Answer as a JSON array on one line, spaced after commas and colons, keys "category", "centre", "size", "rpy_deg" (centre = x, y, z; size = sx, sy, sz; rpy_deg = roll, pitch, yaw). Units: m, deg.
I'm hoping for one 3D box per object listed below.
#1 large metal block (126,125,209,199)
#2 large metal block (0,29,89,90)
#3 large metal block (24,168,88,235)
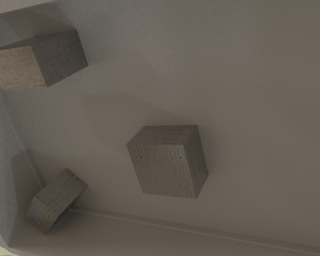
[{"category": "large metal block", "centre": [0.012, 0.043, 0.413], "size": [0.080, 0.050, 0.080], "rpy_deg": [-1, 118, 29]}, {"category": "large metal block", "centre": [-0.155, -0.088, 0.400], "size": [0.080, 0.080, 0.050], "rpy_deg": [1, 119, 28]}, {"category": "large metal block", "centre": [-0.185, 0.130, 0.551], "size": [0.050, 0.080, 0.080], "rpy_deg": [40, 129, 1]}]
